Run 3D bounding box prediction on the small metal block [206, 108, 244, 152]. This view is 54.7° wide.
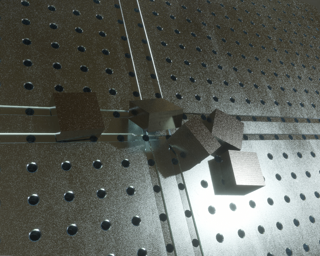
[{"bbox_3d":[0.094,0.007,0.457,0.050,0.025,0.050,27,52,-12],"label":"small metal block"}]

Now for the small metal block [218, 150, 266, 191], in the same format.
[{"bbox_3d":[0.114,0.060,0.435,0.050,0.025,0.050,7,59,-25],"label":"small metal block"}]

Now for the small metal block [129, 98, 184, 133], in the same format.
[{"bbox_3d":[-0.006,-0.018,0.400,0.050,0.025,0.050,-9,26,-32],"label":"small metal block"}]

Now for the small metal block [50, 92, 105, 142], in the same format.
[{"bbox_3d":[-0.098,-0.014,0.365,0.050,0.025,0.050,-5,64,-31],"label":"small metal block"}]

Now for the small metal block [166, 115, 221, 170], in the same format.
[{"bbox_3d":[0.043,0.020,0.405,0.025,0.050,0.050,-33,81,-38],"label":"small metal block"}]
